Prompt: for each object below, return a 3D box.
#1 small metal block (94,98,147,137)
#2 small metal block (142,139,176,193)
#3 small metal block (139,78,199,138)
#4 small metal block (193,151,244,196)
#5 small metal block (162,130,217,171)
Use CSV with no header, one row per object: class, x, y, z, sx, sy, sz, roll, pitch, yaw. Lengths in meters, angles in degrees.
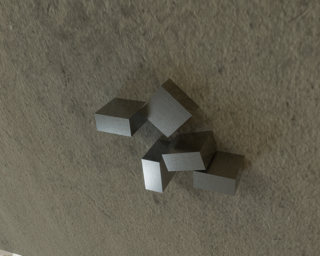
small metal block,-0.049,-0.016,0.405,0.050,0.050,0.025,10,123,22
small metal block,0.000,0.051,0.421,0.025,0.050,0.050,8,122,23
small metal block,0.011,-0.024,0.385,0.050,0.025,0.050,43,129,-3
small metal block,0.074,0.053,0.384,0.050,0.050,0.025,9,122,23
small metal block,0.038,0.029,0.387,0.050,0.050,0.025,-7,115,31
